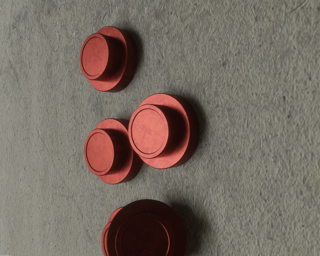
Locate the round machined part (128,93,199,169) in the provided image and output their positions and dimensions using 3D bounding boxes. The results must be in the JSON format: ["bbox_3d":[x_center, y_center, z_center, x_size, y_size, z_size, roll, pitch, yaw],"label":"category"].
[{"bbox_3d":[-0.002,0.004,0.396,0.098,0.042,0.097,0,90,40],"label":"round machined part"}]

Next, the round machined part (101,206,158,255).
[{"bbox_3d":[-0.044,0.159,0.430,0.098,0.042,0.097,0,90,40],"label":"round machined part"}]

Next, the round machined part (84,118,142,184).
[{"bbox_3d":[-0.074,0.034,0.455,0.098,0.042,0.097,0,90,40],"label":"round machined part"}]

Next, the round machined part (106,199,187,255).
[{"bbox_3d":[-0.016,0.136,0.375,0.099,0.042,0.098,-1,76,3],"label":"round machined part"}]

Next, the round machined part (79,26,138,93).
[{"bbox_3d":[-0.083,-0.103,0.462,0.098,0.042,0.097,0,90,40],"label":"round machined part"}]
